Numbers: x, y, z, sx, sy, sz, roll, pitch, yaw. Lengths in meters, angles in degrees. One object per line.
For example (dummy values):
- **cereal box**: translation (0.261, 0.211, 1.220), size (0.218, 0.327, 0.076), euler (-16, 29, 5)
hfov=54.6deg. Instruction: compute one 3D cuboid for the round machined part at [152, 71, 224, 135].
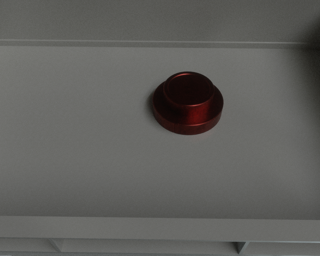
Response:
- **round machined part**: translation (0.039, -0.041, 0.429), size (0.099, 0.042, 0.098), euler (0, 50, 0)
